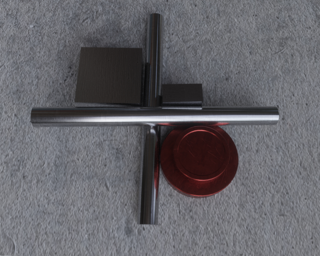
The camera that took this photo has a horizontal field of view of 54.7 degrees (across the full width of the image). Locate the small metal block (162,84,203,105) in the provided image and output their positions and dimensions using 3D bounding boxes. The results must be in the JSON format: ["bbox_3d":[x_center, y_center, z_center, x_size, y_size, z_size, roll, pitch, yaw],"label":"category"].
[{"bbox_3d":[0.028,-0.036,0.410,0.050,0.050,0.025,-1,70,-1],"label":"small metal block"}]

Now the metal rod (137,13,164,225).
[{"bbox_3d":[-0.011,-0.025,0.418,0.025,0.025,0.299,2,70,0],"label":"metal rod"}]

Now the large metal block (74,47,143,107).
[{"bbox_3d":[-0.064,-0.060,0.416,0.081,0.050,0.080,1,70,0],"label":"large metal block"}]

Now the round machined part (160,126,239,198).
[{"bbox_3d":[0.049,0.036,0.387,0.099,0.042,0.098,0,70,-1],"label":"round machined part"}]

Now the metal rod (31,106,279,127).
[{"bbox_3d":[-0.002,-0.015,0.388,0.302,0.025,0.025,-1,70,-5],"label":"metal rod"}]
